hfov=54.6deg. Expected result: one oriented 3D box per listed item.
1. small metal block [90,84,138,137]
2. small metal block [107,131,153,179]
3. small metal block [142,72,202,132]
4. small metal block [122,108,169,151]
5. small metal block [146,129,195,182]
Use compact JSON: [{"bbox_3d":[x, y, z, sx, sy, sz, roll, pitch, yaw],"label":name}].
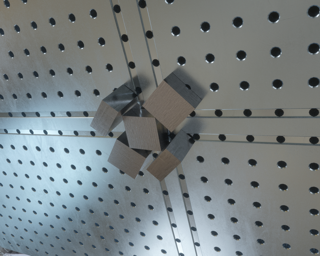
[{"bbox_3d":[-0.061,-0.023,0.413,0.025,0.050,0.050,37,130,2],"label":"small metal block"},{"bbox_3d":[-0.044,0.040,0.460,0.050,0.025,0.050,33,128,6],"label":"small metal block"},{"bbox_3d":[0.014,-0.031,0.385,0.050,0.025,0.050,42,130,-1],"label":"small metal block"},{"bbox_3d":[-0.019,0.002,0.422,0.050,0.025,0.050,4,119,27],"label":"small metal block"},{"bbox_3d":[0.015,0.036,0.410,0.025,0.050,0.050,41,129,1],"label":"small metal block"}]
